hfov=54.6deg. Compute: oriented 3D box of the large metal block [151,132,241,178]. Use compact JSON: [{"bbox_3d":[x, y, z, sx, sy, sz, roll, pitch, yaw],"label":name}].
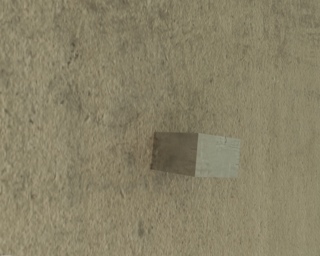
[{"bbox_3d":[0.047,0.035,0.407,0.081,0.080,0.050,9,85,-40],"label":"large metal block"}]
